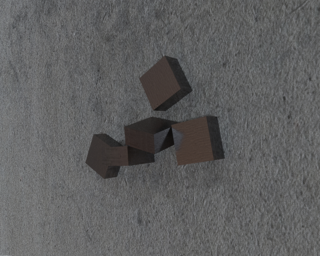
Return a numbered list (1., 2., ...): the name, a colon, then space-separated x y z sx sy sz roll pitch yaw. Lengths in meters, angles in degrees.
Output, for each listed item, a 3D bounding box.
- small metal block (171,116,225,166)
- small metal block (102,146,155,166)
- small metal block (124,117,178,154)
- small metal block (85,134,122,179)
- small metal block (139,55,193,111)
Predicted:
1. small metal block: 0.045 0.016 0.368 0.050 0.025 0.050 -14 81 39
2. small metal block: -0.043 0.037 0.425 0.050 0.050 0.025 -6 86 40
3. small metal block: -0.009 0.008 0.393 0.050 0.050 0.025 13 115 39
4. small metal block: -0.084 0.042 0.474 0.050 0.025 0.050 31 109 35
5. small metal block: 0.007 -0.056 0.400 0.050 0.025 0.050 -36 68 34
